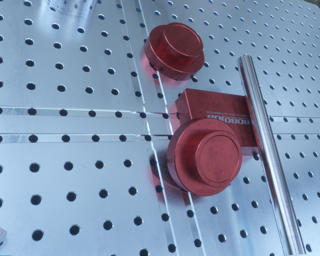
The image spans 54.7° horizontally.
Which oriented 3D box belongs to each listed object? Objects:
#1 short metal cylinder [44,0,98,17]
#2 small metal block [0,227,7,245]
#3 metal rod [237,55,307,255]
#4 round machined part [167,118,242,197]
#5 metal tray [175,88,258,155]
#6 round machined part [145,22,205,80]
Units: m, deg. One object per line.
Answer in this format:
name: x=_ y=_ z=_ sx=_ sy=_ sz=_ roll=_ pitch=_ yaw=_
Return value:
short metal cylinder: x=-0.127 y=-0.210 z=0.451 sx=0.081 sy=0.050 sz=0.080 roll=14 pitch=56 yaw=-21
small metal block: x=-0.168 y=0.097 z=0.259 sx=0.050 sy=0.025 sz=0.050 roll=36 pitch=51 yaw=-4
metal rod: x=0.149 y=0.019 z=0.437 sx=0.025 sy=0.025 sz=0.299 roll=9 pitch=58 yaw=-24
round machined part: x=0.061 y=0.036 z=0.382 sx=0.099 sy=0.042 sz=0.097 roll=-1 pitch=91 yaw=-26
metal tray: x=0.094 y=-0.008 z=0.460 sx=0.131 sy=0.030 sz=0.090 roll=4 pitch=60 yaw=-26
round machined part: x=0.029 y=-0.127 z=0.490 sx=0.099 sy=0.042 sz=0.098 roll=13 pitch=56 yaw=-21
